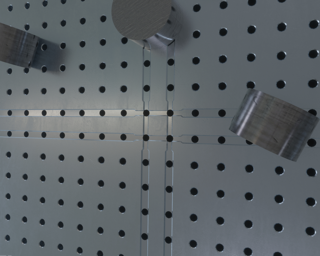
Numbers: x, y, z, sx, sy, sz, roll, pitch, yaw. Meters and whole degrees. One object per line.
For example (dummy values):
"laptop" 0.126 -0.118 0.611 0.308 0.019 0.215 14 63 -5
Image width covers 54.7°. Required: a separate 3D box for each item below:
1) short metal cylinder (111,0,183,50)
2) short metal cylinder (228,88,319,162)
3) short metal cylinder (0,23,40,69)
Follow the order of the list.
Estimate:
"short metal cylinder" -0.015 -0.148 0.405 0.080 0.050 0.079 0 90 20
"short metal cylinder" 0.123 -0.004 0.340 0.080 0.080 0.050 28 99 18
"short metal cylinder" -0.228 -0.126 0.464 0.080 0.080 0.050 21 97 18
